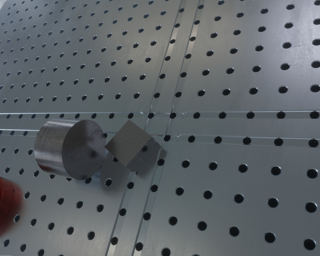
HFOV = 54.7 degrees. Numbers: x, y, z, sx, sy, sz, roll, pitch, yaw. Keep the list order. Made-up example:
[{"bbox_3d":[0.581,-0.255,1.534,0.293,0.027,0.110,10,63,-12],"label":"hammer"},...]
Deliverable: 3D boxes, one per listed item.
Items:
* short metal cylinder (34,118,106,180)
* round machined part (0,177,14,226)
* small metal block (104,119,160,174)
[{"bbox_3d":[-0.119,0.027,0.419,0.050,0.080,0.080,4,64,30],"label":"short metal cylinder"},{"bbox_3d":[-0.278,0.116,0.473,0.098,0.042,0.098,-13,56,21],"label":"round machined part"},{"bbox_3d":[-0.037,0.024,0.413,0.050,0.025,0.050,-49,52,-7],"label":"small metal block"}]
